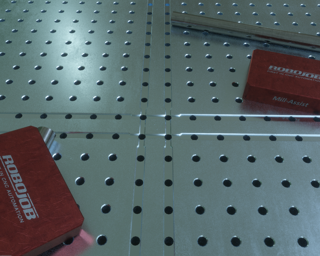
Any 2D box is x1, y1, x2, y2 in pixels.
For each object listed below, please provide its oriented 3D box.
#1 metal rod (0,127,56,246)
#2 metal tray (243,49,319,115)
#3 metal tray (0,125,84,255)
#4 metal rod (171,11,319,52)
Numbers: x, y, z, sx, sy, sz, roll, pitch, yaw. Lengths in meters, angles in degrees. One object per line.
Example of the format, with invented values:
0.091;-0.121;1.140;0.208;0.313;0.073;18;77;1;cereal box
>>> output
-0.172;0.119;0.304;0.025;0.025;0.300;8;50;6;metal rod
0.198;-0.070;0.466;0.131;0.030;0.090;14;51;11;metal tray
-0.148;0.066;0.317;0.091;0.030;0.130;-21;64;-33;metal tray
0.167;-0.171;0.553;0.301;0.025;0.025;14;51;11;metal rod
